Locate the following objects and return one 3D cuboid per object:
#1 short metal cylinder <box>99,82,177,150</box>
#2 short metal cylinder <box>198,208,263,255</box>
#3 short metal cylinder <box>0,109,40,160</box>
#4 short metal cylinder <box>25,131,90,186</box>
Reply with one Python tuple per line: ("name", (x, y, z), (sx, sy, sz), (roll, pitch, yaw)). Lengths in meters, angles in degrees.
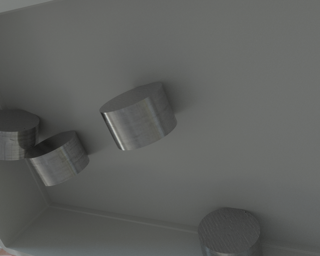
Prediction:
("short metal cylinder", (-0.026, -0.015, 0.376), (0.080, 0.080, 0.050), (-10, 113, 32))
("short metal cylinder", (0.095, 0.154, 0.418), (0.080, 0.080, 0.050), (1, 119, 27))
("short metal cylinder", (-0.237, 0.009, 0.496), (0.080, 0.080, 0.050), (20, 116, 16))
("short metal cylinder", (-0.158, 0.046, 0.482), (0.080, 0.080, 0.050), (-9, 114, 31))
